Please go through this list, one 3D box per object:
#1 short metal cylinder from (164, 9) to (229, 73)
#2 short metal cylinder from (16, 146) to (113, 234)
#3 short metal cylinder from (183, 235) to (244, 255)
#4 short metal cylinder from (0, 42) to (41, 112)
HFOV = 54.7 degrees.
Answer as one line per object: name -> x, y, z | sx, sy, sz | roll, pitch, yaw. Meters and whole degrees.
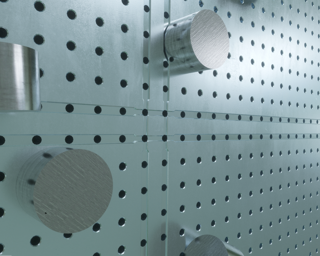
short metal cylinder -> 0.053, -0.121, 0.439 | 0.081, 0.050, 0.079 | 0, 91, -40
short metal cylinder -> -0.096, 0.060, 0.314 | 0.081, 0.050, 0.079 | 0, 90, -41
short metal cylinder -> 0.077, 0.200, 0.441 | 0.050, 0.080, 0.080 | 37, 67, -34
short metal cylinder -> -0.142, -0.038, 0.255 | 0.081, 0.080, 0.050 | -4, 93, -40
